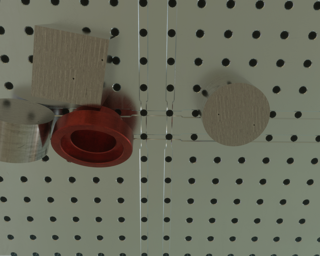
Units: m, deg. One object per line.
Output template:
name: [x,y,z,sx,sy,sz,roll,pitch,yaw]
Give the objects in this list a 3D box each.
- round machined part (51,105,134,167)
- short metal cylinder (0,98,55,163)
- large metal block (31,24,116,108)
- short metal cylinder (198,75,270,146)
round machined part: [-0.082,0.008,0.391,0.099,0.042,0.098,0,143,1]
short metal cylinder: [-0.177,0.001,0.383,0.080,0.080,0.050,15,109,-6]
large metal block: [-0.102,-0.075,0.371,0.081,0.050,0.079,10,110,-4]
short metal cylinder: [0.091,-0.023,0.392,0.081,0.050,0.079,0,110,0]
